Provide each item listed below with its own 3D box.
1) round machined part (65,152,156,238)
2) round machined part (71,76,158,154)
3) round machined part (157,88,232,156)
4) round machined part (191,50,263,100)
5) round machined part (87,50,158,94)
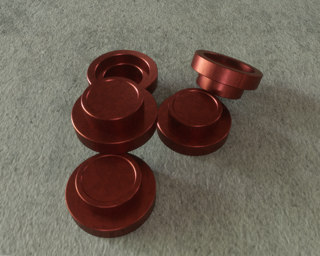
[{"bbox_3d":[-0.053,0.064,0.338,0.099,0.042,0.098,0,50,0],"label":"round machined part"},{"bbox_3d":[-0.052,-0.022,0.355,0.099,0.042,0.098,0,50,0],"label":"round machined part"},{"bbox_3d":[0.045,-0.015,0.405,0.099,0.042,0.098,0,50,0],"label":"round machined part"},{"bbox_3d":[0.090,-0.073,0.437,0.099,0.042,0.098,15,25,-7],"label":"round machined part"},{"bbox_3d":[-0.052,-0.067,0.448,0.099,0.042,0.098,0,50,0],"label":"round machined part"}]
